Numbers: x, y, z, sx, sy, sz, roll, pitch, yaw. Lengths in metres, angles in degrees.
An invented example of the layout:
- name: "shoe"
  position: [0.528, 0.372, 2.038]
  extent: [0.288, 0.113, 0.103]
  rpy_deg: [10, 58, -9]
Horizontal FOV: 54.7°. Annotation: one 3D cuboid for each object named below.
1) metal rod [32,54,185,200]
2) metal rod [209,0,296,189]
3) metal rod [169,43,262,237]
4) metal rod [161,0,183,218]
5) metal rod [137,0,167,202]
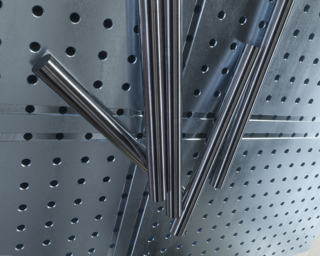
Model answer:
- name: "metal rod"
  position: [-0.041, 0.022, 0.403]
  extent: [0.025, 0.025, 0.300]
  rpy_deg: [-42, 130, 0]
- name: "metal rod"
  position: [0.129, -0.036, 0.461]
  extent: [0.025, 0.025, 0.298]
  rpy_deg: [0, 119, -29]
- name: "metal rod"
  position: [0.076, 0.027, 0.451]
  extent: [0.025, 0.025, 0.298]
  rpy_deg: [10, 107, -33]
- name: "metal rod"
  position: [0.016, -0.007, 0.397]
  extent: [0.025, 0.025, 0.298]
  rpy_deg: [-13, 118, -22]
- name: "metal rod"
  position: [-0.008, -0.038, 0.365]
  extent: [0.025, 0.025, 0.298]
  rpy_deg: [-13, 118, -22]
